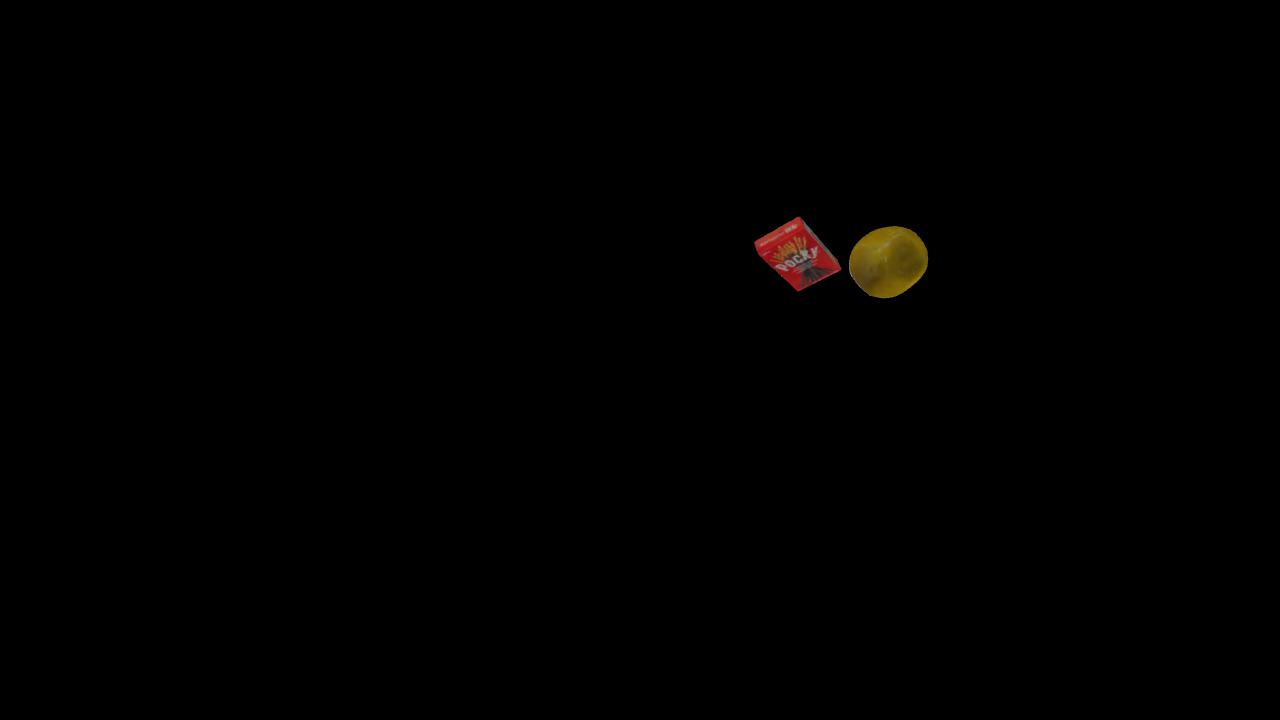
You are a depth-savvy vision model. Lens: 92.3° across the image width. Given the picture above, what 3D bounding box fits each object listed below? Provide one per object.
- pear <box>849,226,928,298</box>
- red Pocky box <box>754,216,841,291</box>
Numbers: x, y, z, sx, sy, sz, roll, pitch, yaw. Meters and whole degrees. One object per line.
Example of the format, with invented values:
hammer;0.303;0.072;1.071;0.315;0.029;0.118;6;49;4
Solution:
pear;0.262;-0.106;0.686;0.080;0.080;0.111;0;-3;-14
red Pocky box;0.256;-0.167;0.993;0.083;0.028;0.155;-27;-33;29
